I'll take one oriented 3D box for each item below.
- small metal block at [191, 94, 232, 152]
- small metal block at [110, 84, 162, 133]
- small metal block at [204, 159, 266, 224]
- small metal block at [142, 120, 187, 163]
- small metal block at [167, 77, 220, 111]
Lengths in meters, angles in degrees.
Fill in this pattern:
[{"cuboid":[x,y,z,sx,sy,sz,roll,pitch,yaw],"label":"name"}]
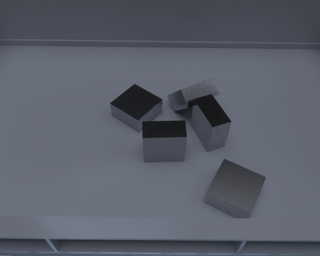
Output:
[{"cuboid":[0.063,-0.006,0.395,0.025,0.050,0.050,-17,52,-14],"label":"small metal block"},{"cuboid":[-0.032,-0.028,0.428,0.050,0.025,0.050,31,56,23],"label":"small metal block"},{"cuboid":[0.084,0.070,0.348,0.050,0.025,0.050,24,54,18],"label":"small metal block"},{"cuboid":[0.005,0.017,0.375,0.050,0.050,0.025,-1,50,-2],"label":"small metal block"},{"cuboid":[0.045,-0.045,0.425,0.050,0.050,0.025,-23,95,-19],"label":"small metal block"}]
